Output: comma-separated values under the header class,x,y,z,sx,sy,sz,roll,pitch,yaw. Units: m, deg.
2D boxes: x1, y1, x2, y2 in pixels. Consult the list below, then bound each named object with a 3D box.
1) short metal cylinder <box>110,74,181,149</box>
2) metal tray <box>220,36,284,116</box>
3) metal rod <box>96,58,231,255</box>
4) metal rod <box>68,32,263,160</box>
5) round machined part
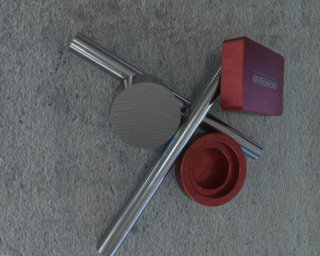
class,x,y,z,sx,sy,sz,roll,pitch,yaw
short metal cylinder,-0.019,-0.021,0.376,0.081,0.050,0.079,-3,111,-7
metal tray,0.131,-0.064,0.426,0.131,0.030,0.089,2,89,-48
metal rod,0.014,0.030,0.397,0.025,0.025,0.300,35,85,-17
metal rod,0.021,-0.034,0.419,0.301,0.025,0.025,30,80,-18
round machined part,0.066,0.055,0.426,0.099,0.042,0.097,0,90,-20
